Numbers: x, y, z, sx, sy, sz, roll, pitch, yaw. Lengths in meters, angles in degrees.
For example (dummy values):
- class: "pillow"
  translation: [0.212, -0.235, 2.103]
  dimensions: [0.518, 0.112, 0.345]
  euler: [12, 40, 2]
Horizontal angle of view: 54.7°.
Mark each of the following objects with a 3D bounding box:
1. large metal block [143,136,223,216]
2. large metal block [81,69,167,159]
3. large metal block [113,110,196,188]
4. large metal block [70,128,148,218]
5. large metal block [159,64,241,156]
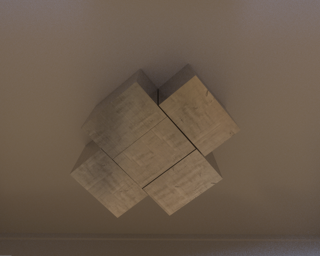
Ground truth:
- class: "large metal block"
  translation: [0.026, 0.052, 0.401]
  dimensions: [0.080, 0.080, 0.050]
  euler: [-38, 106, 12]
- class: "large metal block"
  translation: [-0.039, -0.020, 0.373]
  dimensions: [0.080, 0.080, 0.050]
  euler: [-38, 106, 12]
- class: "large metal block"
  translation: [-0.007, 0.016, 0.387]
  dimensions: [0.080, 0.080, 0.050]
  euler: [-38, 106, 12]
- class: "large metal block"
  translation: [-0.059, 0.053, 0.400]
  dimensions: [0.050, 0.080, 0.080]
  euler: [-39, 106, 13]
- class: "large metal block"
  translation: [0.044, -0.025, 0.373]
  dimensions: [0.050, 0.080, 0.080]
  euler: [-39, 106, 13]
